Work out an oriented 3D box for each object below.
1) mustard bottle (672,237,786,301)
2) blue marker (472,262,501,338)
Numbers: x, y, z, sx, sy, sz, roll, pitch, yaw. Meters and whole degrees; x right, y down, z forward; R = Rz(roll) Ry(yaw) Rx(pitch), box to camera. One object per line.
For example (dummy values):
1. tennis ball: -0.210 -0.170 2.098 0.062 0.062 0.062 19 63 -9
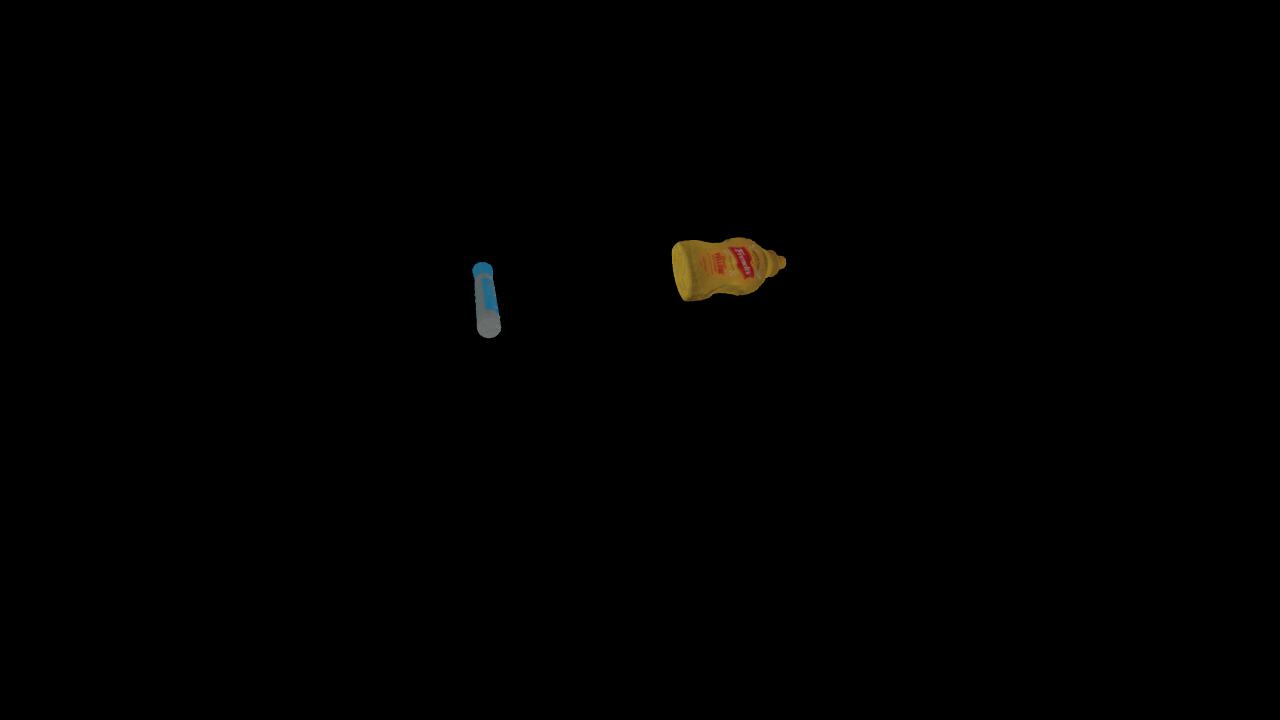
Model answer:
1. mustard bottle: 0.143 -0.142 0.939 0.184 0.092 0.054 -8 -15 -21
2. blue marker: -0.135 -0.056 0.537 0.020 0.020 0.121 0 31 -17
